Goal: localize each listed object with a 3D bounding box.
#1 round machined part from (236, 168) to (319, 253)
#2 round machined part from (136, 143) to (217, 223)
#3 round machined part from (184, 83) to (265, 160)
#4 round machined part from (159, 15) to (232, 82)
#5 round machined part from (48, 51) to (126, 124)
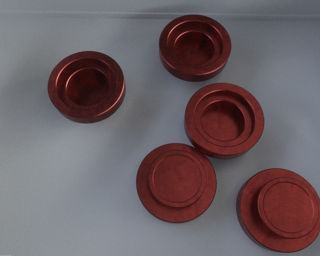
[{"bbox_3d":[0.144,0.095,0.367,0.099,0.042,0.098,0,70,0],"label":"round machined part"},{"bbox_3d":[0.020,0.065,0.377,0.099,0.042,0.098,0,70,0],"label":"round machined part"},{"bbox_3d":[0.080,-0.006,0.403,0.099,0.042,0.098,0,70,0],"label":"round machined part"},{"bbox_3d":[0.048,-0.108,0.440,0.099,0.042,0.098,0,70,0],"label":"round machined part"},{"bbox_3d":[-0.095,-0.051,0.418,0.099,0.042,0.098,0,70,0],"label":"round machined part"}]
